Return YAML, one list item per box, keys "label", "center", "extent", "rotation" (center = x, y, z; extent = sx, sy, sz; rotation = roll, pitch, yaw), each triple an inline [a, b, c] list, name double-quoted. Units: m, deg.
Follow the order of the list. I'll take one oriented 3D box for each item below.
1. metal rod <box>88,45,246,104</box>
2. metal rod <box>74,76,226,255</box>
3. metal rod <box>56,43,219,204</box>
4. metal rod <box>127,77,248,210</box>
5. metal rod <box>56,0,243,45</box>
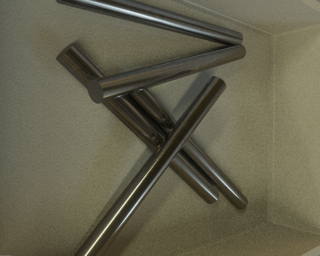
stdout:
- label: "metal rod"
  center: [0.034, -0.082, 0.416]
  extent: [0.302, 0.025, 0.025]
  rotation: [-25, 106, -44]
- label: "metal rod"
  center: [-0.009, 0.051, 0.374]
  extent: [0.300, 0.025, 0.025]
  rotation: [-52, 121, -18]
- label: "metal rod"
  center: [-0.010, 0.013, 0.399]
  extent: [0.300, 0.025, 0.025]
  rotation: [46, 62, -31]
- label: "metal rod"
  center: [0.047, 0.034, 0.448]
  extent: [0.300, 0.025, 0.025]
  rotation: [46, 62, -31]
- label: "metal rod"
  center: [0.012, -0.144, 0.417]
  extent: [0.302, 0.025, 0.025]
  rotation: [-1, 91, -40]
